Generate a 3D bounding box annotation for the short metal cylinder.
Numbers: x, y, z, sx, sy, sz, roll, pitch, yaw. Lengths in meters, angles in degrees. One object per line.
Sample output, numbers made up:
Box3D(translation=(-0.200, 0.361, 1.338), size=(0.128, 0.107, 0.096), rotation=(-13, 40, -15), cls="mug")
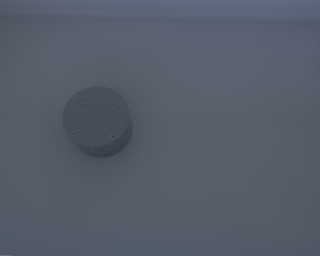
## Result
Box3D(translation=(-0.078, -0.007, 0.398), size=(0.081, 0.050, 0.080), rotation=(0, 70, 0), cls="short metal cylinder")
